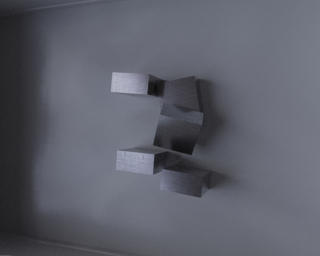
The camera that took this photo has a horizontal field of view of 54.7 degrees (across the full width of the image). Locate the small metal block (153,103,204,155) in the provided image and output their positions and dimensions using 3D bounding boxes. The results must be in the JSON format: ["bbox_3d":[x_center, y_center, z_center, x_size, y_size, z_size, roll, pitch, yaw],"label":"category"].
[{"bbox_3d":[0.022,0.002,0.383,0.050,0.025,0.050,15,129,2],"label":"small metal block"}]

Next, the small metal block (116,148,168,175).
[{"bbox_3d":[-0.023,0.042,0.405,0.050,0.050,0.025,5,92,20],"label":"small metal block"}]

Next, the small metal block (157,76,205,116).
[{"bbox_3d":[0.027,-0.036,0.401,0.050,0.025,0.050,-9,87,19],"label":"small metal block"}]

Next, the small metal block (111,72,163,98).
[{"bbox_3d":[-0.029,-0.056,0.407,0.050,0.050,0.025,6,92,20],"label":"small metal block"}]

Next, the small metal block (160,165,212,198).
[{"bbox_3d":[0.033,0.064,0.385,0.050,0.050,0.025,8,93,20],"label":"small metal block"}]
